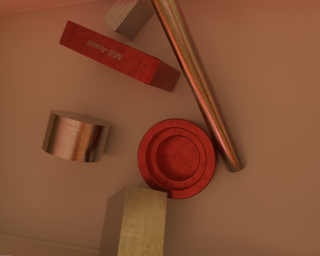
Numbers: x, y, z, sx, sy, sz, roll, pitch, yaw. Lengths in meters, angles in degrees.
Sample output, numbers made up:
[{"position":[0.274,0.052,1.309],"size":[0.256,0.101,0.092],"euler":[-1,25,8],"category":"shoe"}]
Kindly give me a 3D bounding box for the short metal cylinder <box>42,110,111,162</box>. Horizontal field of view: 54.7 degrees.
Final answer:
[{"position":[-0.113,0.010,0.420],"size":[0.080,0.080,0.050],"euler":[17,96,19],"category":"short metal cylinder"}]

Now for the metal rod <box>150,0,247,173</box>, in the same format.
[{"position":[0.029,-0.079,0.330],"size":[0.025,0.025,0.299],"euler":[-21,110,19],"category":"metal rod"}]

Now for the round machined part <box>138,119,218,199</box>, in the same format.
[{"position":[0.025,0.037,0.392],"size":[0.098,0.042,0.097],"euler":[0,90,19],"category":"round machined part"}]

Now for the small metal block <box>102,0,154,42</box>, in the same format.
[{"position":[-0.041,-0.148,0.411],"size":[0.025,0.050,0.050],"euler":[45,104,14],"category":"small metal block"}]

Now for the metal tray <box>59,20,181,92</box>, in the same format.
[{"position":[-0.047,-0.088,0.391],"size":[0.130,0.090,0.030],"euler":[27,99,17],"category":"metal tray"}]

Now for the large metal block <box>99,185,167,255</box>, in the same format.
[{"position":[-0.034,0.121,0.372],"size":[0.050,0.080,0.080],"euler":[16,61,-19],"category":"large metal block"}]
